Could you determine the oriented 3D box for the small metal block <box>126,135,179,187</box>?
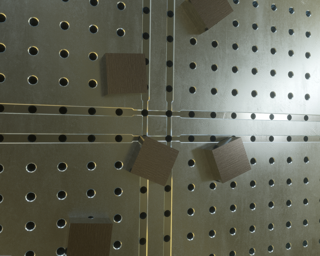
[{"bbox_3d":[-0.010,0.043,0.409,0.050,0.025,0.050,26,82,-18],"label":"small metal block"}]

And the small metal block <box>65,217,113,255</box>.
[{"bbox_3d":[-0.088,0.138,0.380,0.050,0.025,0.050,7,88,-20],"label":"small metal block"}]

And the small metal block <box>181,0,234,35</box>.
[{"bbox_3d":[0.067,-0.170,0.437,0.050,0.025,0.050,-40,103,-16],"label":"small metal block"}]

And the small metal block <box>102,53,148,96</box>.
[{"bbox_3d":[-0.045,-0.068,0.396,0.050,0.025,0.050,-4,92,-20],"label":"small metal block"}]

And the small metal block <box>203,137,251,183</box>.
[{"bbox_3d":[0.097,0.045,0.448,0.050,0.025,0.050,-22,98,-19],"label":"small metal block"}]
